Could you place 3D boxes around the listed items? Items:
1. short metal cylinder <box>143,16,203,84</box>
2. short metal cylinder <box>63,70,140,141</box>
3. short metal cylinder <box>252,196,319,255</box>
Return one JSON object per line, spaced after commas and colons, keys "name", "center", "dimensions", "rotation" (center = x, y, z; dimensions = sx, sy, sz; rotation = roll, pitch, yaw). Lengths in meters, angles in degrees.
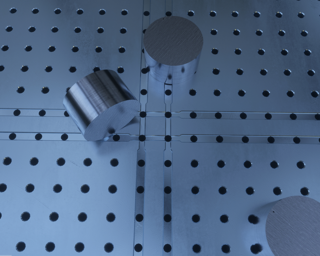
{"name": "short metal cylinder", "center": [0.018, -0.110, 0.439], "dimensions": [0.081, 0.050, 0.080], "rotation": [0, 70, -1]}
{"name": "short metal cylinder", "center": [-0.073, -0.028, 0.392], "dimensions": [0.080, 0.080, 0.050], "rotation": [-34, 74, -12]}
{"name": "short metal cylinder", "center": [0.154, 0.121, 0.356], "dimensions": [0.081, 0.050, 0.080], "rotation": [0, 70, 0]}
